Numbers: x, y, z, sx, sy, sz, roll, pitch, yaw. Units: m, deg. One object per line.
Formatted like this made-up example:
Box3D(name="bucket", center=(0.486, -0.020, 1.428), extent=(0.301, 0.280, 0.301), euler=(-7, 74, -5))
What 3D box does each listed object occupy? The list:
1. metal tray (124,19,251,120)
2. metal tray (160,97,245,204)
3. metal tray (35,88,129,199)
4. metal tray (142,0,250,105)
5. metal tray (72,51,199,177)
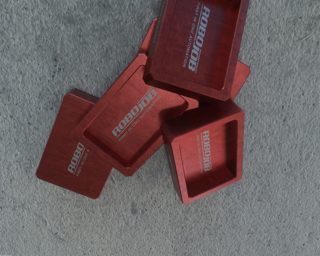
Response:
Box3D(name="metal tray", center=(0.032, -0.066, 0.384), extent=(0.131, 0.030, 0.089), euler=(25, 108, -10))
Box3D(name="metal tray", center=(0.056, 0.033, 0.385), extent=(0.091, 0.030, 0.129), euler=(-22, 134, -10))
Box3D(name="metal tray", center=(-0.100, 0.023, 0.415), extent=(0.090, 0.030, 0.129), euler=(23, 108, -9))
Box3D(name="metal tray", center=(0.041, -0.100, 0.336), extent=(0.091, 0.030, 0.129), euler=(15, 82, -17))
Box3D(name="metal tray", center=(-0.029, -0.015, 0.371), extent=(0.090, 0.030, 0.130), euler=(40, 105, -14))
